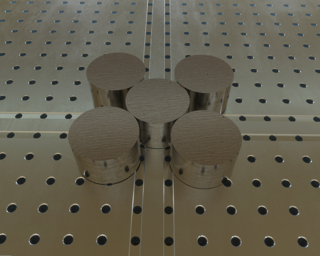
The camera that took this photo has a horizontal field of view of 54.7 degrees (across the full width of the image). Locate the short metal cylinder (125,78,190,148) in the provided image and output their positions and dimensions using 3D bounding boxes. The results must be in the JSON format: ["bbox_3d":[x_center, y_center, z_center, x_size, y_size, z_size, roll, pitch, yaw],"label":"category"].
[{"bbox_3d":[-0.003,-0.020,0.407,0.081,0.050,0.080,0,50,0],"label":"short metal cylinder"}]

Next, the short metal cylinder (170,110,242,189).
[{"bbox_3d":[0.052,0.025,0.370,0.081,0.050,0.080,0,50,0],"label":"short metal cylinder"}]

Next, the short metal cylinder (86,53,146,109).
[{"bbox_3d":[-0.060,-0.063,0.443,0.081,0.050,0.080,0,50,0],"label":"short metal cylinder"}]

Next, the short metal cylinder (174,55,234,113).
[{"bbox_3d":[0.060,-0.059,0.439,0.081,0.050,0.080,0,50,0],"label":"short metal cylinder"}]

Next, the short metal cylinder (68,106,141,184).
[{"bbox_3d":[-0.064,0.020,0.372,0.081,0.050,0.080,0,50,0],"label":"short metal cylinder"}]
